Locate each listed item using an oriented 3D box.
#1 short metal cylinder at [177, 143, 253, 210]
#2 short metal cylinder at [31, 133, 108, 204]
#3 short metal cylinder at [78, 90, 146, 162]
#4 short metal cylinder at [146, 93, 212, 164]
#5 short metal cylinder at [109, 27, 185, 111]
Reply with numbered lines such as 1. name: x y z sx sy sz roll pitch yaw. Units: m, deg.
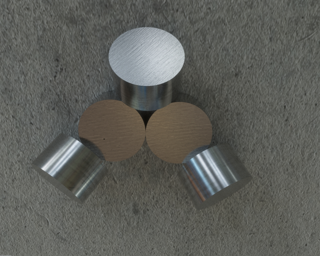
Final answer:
1. short metal cylinder: 0.070 0.063 0.399 0.080 0.080 0.050 -35 65 12
2. short metal cylinder: -0.114 0.052 0.393 0.080 0.080 0.050 44 64 -15
3. short metal cylinder: -0.058 -0.004 0.395 0.081 0.050 0.079 0 110 0
4. short metal cylinder: 0.023 -0.001 0.397 0.081 0.050 0.079 0 110 0
5. short metal cylinder: -0.015 -0.066 0.351 0.081 0.080 0.050 2 153 -1
